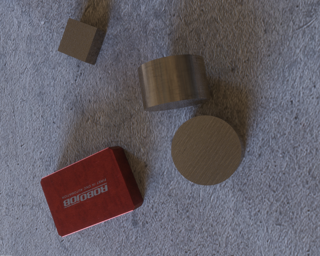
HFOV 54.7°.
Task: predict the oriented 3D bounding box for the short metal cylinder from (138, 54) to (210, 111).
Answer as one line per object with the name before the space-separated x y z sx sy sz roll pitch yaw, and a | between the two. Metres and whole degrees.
short metal cylinder | 0.017 -0.052 0.374 0.080 0.080 0.050 -10 87 19

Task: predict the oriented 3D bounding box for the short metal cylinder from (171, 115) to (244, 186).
short metal cylinder | 0.060 0.025 0.375 0.080 0.050 0.080 0 90 20

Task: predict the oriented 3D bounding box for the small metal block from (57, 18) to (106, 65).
small metal block | -0.113 -0.125 0.449 0.050 0.025 0.050 24 98 18

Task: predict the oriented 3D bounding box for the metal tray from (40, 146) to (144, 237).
metal tray | -0.099 0.090 0.441 0.130 0.030 0.090 -25 82 18
